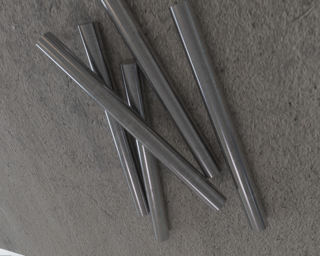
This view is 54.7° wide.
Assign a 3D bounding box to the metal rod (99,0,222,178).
[{"bbox_3d":[-0.006,-0.066,0.368,0.025,0.025,0.299,-21,107,36],"label":"metal rod"}]

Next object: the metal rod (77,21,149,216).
[{"bbox_3d":[-0.057,0.004,0.439,0.025,0.025,0.298,1,119,28],"label":"metal rod"}]

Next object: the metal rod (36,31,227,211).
[{"bbox_3d":[-0.030,-0.003,0.387,0.300,0.025,0.025,43,129,-7],"label":"metal rod"}]

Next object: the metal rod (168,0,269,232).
[{"bbox_3d":[0.077,0.001,0.366,0.025,0.025,0.299,-11,113,33],"label":"metal rod"}]

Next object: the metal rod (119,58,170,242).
[{"bbox_3d":[-0.017,0.049,0.445,0.025,0.025,0.298,6,121,25],"label":"metal rod"}]
